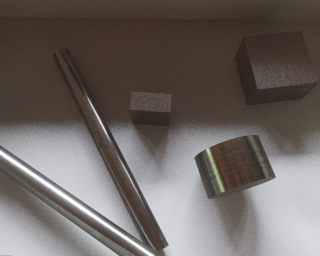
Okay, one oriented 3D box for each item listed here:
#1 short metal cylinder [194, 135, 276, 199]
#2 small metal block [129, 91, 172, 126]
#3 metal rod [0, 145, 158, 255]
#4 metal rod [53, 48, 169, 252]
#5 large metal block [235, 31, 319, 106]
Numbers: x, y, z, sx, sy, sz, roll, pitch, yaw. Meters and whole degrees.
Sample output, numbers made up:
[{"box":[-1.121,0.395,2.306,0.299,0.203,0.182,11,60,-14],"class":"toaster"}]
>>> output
[{"box":[0.087,0.047,0.364,0.081,0.080,0.050,-15,71,-6],"class":"short metal cylinder"},{"box":[-0.011,-0.024,0.405,0.050,0.050,0.025,4,70,1],"class":"small metal block"},{"box":[-0.136,0.074,0.370,0.301,0.025,0.025,30,73,14],"class":"metal rod"},{"box":[-0.072,0.018,0.402,0.025,0.025,0.299,-27,72,-10],"class":"metal rod"},{"box":[0.157,-0.082,0.428,0.081,0.050,0.080,-7,70,-3],"class":"large metal block"}]
